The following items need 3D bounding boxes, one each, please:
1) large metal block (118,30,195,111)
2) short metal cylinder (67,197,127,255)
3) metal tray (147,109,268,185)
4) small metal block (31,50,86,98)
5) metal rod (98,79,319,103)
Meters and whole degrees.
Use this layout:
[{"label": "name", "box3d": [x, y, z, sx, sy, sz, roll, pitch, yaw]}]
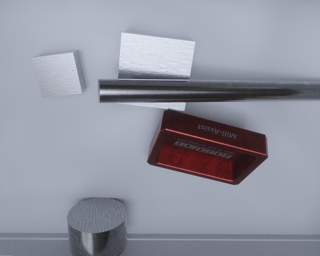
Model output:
[{"label": "large metal block", "box3d": [-0.006, -0.070, 0.372, 0.081, 0.050, 0.079, 6, 110, -3]}, {"label": "short metal cylinder", "box3d": [-0.086, 0.141, 0.433, 0.081, 0.080, 0.050, 1, 110, -1]}, {"label": "metal tray", "box3d": [0.057, 0.029, 0.395, 0.131, 0.030, 0.089, 14, 145, -6]}, {"label": "small metal block", "box3d": [-0.124, -0.067, 0.385, 0.050, 0.025, 0.050, -7, 110, 2]}, {"label": "metal rod", "box3d": [0.083, -0.043, 0.357, 0.302, 0.025, 0.025, -2, 111, -16]}]
